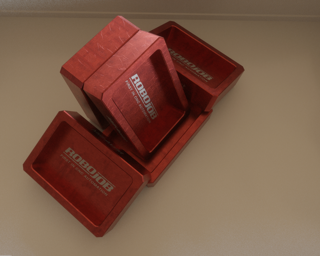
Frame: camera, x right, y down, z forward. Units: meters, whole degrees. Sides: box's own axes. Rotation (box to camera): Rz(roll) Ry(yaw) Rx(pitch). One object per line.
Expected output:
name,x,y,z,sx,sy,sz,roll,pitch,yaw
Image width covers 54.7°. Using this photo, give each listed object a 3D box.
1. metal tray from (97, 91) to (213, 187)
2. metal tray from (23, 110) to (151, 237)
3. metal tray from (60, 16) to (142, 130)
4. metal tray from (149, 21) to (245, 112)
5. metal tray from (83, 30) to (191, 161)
metal tray,-0.005,0.000,0.405,0.090,0.030,0.130,37,74,12
metal tray,-0.088,0.051,0.367,0.130,0.030,0.090,38,98,12
metal tray,-0.059,-0.059,0.372,0.030,0.130,0.090,38,75,13
metal tray,0.038,-0.088,0.420,0.130,0.030,0.090,37,49,12
metal tray,-0.017,-0.031,0.350,0.030,0.130,0.090,31,71,35
